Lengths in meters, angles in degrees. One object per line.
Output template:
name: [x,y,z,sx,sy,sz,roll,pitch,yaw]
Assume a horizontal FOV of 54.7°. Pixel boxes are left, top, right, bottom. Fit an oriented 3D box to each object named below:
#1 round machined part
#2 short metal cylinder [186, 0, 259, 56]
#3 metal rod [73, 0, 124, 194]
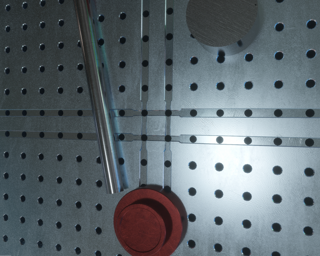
round machined part: [-0.018,0.128,0.409,0.098,0.042,0.097,0,90,19]
short metal cylinder: [0.077,-0.131,0.372,0.080,0.050,0.079,0,90,19]
metal rod: [-0.090,-0.057,0.442,0.025,0.025,0.298,-12,86,19]
